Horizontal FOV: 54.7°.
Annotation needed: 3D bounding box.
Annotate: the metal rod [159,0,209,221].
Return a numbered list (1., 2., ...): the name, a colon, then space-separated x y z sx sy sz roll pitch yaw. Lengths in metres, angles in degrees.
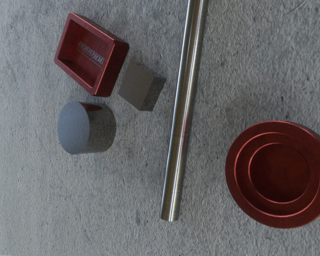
1. metal rod: 0.030 -0.034 0.378 0.025 0.025 0.298 12 98 39

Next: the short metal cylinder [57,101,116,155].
1. short metal cylinder: -0.114 0.000 0.480 0.080 0.050 0.079 0 90 39

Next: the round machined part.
1. round machined part: 0.116 0.042 0.297 0.098 0.042 0.097 0 90 39

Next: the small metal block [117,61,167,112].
1. small metal block: -0.025 -0.057 0.424 0.050 0.025 0.050 38 113 33

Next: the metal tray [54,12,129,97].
1. metal tray: -0.113 -0.117 0.491 0.130 0.030 0.089 39 113 32
